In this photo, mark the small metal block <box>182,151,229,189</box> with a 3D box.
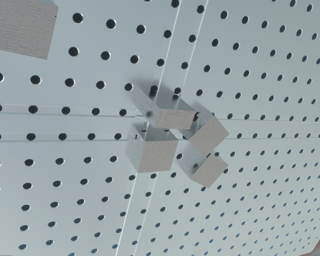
[{"bbox_3d":[0.072,0.062,0.488,0.050,0.025,0.050,33,100,-38],"label":"small metal block"}]

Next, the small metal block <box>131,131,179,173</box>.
[{"bbox_3d":[-0.008,0.033,0.427,0.050,0.025,0.050,0,119,-28],"label":"small metal block"}]

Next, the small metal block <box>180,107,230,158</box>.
[{"bbox_3d":[0.065,0.007,0.450,0.050,0.025,0.050,-44,129,2],"label":"small metal block"}]

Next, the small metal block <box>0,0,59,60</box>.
[{"bbox_3d":[-0.126,-0.095,0.283,0.050,0.025,0.050,7,115,-32],"label":"small metal block"}]

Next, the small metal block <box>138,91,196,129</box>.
[{"bbox_3d":[0.008,-0.022,0.385,0.050,0.050,0.025,2,117,-30],"label":"small metal block"}]
